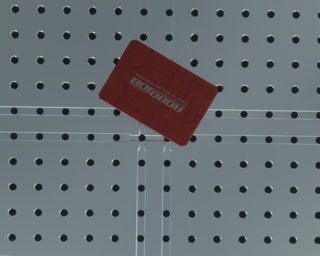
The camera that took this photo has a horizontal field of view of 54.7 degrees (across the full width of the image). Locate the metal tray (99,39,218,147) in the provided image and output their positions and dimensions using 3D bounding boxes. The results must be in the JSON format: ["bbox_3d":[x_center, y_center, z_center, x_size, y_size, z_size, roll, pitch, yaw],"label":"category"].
[{"bbox_3d":[-0.002,-0.045,0.411,0.130,0.030,0.090,31,90,-1],"label":"metal tray"}]
